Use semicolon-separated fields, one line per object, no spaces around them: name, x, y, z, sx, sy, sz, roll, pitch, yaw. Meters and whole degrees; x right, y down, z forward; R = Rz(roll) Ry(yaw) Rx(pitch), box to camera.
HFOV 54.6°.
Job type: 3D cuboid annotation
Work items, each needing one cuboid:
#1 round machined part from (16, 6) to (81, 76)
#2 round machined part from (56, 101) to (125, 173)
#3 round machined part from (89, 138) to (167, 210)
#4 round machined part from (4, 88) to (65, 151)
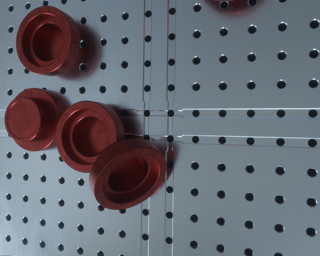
round machined part;-0.160;-0.125;0.461;0.098;0.042;0.097;0;90;20
round machined part;-0.093;0.012;0.437;0.098;0.042;0.097;0;89;20
round machined part;-0.044;0.054;0.398;0.098;0.098;0.042;-56;44;12
round machined part;-0.195;-0.013;0.473;0.098;0.042;0.097;0;90;20
